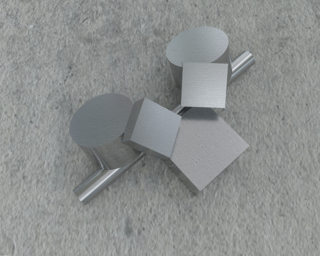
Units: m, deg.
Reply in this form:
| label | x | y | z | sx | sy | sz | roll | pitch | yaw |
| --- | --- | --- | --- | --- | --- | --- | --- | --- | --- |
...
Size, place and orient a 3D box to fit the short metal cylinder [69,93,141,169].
| label | x | y | z | sx | sy | sz | roll | pitch | yaw |
| --- | --- | --- | --- | --- | --- | --- | --- | --- | --- |
| short metal cylinder | -0.062 | 0.004 | 0.379 | 0.080 | 0.050 | 0.080 | -9 | 51 | 12 |

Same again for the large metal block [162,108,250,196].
| label | x | y | z | sx | sy | sz | roll | pitch | yaw |
| --- | --- | --- | --- | --- | --- | --- | --- | --- | --- |
| large metal block | 0.048 | 0.026 | 0.385 | 0.080 | 0.050 | 0.080 | -40 | 75 | -13 |

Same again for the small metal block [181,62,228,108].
| label | x | y | z | sx | sy | sz | roll | pitch | yaw |
| --- | --- | --- | --- | --- | --- | --- | --- | --- | --- |
| small metal block | 0.050 | -0.051 | 0.362 | 0.050 | 0.025 | 0.050 | 2 | 101 | 0 |

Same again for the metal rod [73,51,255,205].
| label | x | y | z | sx | sy | sz | roll | pitch | yaw |
| --- | --- | --- | --- | --- | --- | --- | --- | --- | --- |
| metal rod | 0.015 | -0.008 | 0.412 | 0.301 | 0.025 | 0.025 | -39 | 75 | -14 |

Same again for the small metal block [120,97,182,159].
| label | x | y | z | sx | sy | sz | roll | pitch | yaw |
| --- | --- | --- | --- | --- | --- | --- | --- | --- | --- |
| small metal block | -0.009 | 0.001 | 0.343 | 0.050 | 0.025 | 0.050 | 26 | 69 | -25 |

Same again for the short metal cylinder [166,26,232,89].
| label | x | y | z | sx | sy | sz | roll | pitch | yaw |
| --- | --- | --- | --- | --- | --- | --- | --- | --- | --- |
| short metal cylinder | 0.053 | -0.090 | 0.414 | 0.080 | 0.050 | 0.080 | -9 | 51 | 12 |
